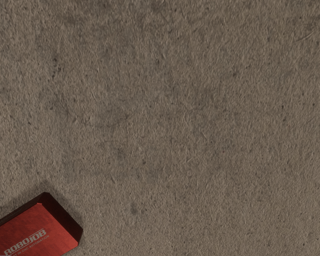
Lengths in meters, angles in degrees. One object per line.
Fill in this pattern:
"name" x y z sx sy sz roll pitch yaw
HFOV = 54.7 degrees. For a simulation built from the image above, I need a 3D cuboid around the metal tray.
"metal tray" -0.195 0.164 0.465 0.130 0.030 0.090 -32 107 10
